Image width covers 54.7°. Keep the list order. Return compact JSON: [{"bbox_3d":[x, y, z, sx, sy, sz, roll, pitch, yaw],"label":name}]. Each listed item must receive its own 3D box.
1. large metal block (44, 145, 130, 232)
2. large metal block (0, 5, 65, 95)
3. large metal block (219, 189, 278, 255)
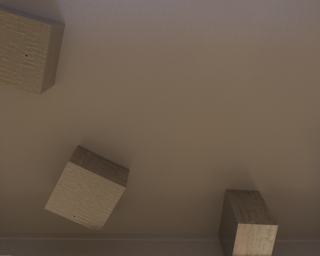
[{"bbox_3d":[-0.098,0.083,0.428,0.080,0.050,0.080,27,108,-10],"label":"large metal block"},{"bbox_3d":[-0.165,-0.093,0.362,0.080,0.050,0.079,15,109,-6],"label":"large metal block"},{"bbox_3d":[0.120,0.143,0.436,0.050,0.080,0.079,3,110,-1],"label":"large metal block"}]
